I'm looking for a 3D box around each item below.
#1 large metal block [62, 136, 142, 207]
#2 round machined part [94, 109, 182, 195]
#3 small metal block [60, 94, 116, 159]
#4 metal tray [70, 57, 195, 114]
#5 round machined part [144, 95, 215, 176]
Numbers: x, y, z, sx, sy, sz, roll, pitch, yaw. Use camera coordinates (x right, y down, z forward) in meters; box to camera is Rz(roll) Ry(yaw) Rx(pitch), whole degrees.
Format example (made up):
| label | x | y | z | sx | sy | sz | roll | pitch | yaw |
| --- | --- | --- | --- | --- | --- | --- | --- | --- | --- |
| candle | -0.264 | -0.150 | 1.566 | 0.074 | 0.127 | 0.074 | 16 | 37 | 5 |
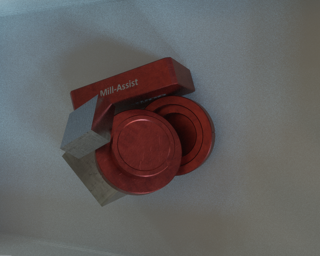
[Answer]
| label | x | y | z | sx | sy | sz | roll | pitch | yaw |
| --- | --- | --- | --- | --- | --- | --- | --- | --- | --- |
| large metal block | -0.063 | 0.046 | 0.401 | 0.050 | 0.080 | 0.080 | -46 | 76 | 14 |
| round machined part | -0.022 | 0.024 | 0.345 | 0.099 | 0.042 | 0.098 | 5 | 71 | -14 |
| small metal block | -0.078 | -0.001 | 0.337 | 0.050 | 0.025 | 0.050 | -28 | 42 | 30 |
| metal tray | -0.031 | -0.045 | 0.384 | 0.130 | 0.090 | 0.030 | -16 | 86 | 19 |
| round machined part | 0.021 | 0.009 | 0.393 | 0.098 | 0.042 | 0.097 | 0 | 90 | 19 |
